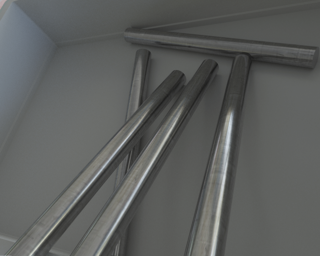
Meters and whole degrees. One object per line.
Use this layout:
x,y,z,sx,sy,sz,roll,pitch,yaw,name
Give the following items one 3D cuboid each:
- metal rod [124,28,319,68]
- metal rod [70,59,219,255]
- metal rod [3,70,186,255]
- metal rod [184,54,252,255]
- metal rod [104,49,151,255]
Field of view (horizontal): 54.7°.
0.064,-0.121,0.445,0.300,0.025,0.025,18,71,35,metal rod
0.007,0.008,0.320,0.025,0.025,0.301,2,38,29,metal rod
-0.042,0.017,0.337,0.025,0.025,0.301,5,38,30,metal rod
0.064,0.007,0.292,0.025,0.025,0.301,-6,35,25,metal rod
-0.039,0.013,0.417,0.025,0.025,0.299,-9,58,24,metal rod
